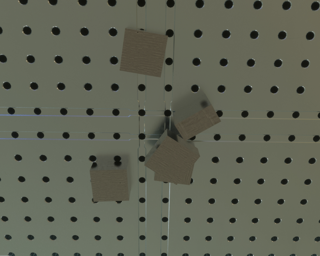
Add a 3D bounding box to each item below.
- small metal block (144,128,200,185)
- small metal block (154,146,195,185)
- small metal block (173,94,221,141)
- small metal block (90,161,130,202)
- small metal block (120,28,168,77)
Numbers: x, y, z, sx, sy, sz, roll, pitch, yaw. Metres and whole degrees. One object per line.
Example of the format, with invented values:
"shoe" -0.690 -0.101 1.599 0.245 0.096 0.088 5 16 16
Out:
"small metal block" 0.015 0.037 0.401 0.050 0.025 0.050 33 106 -12
"small metal block" 0.020 0.049 0.432 0.050 0.025 0.050 8 110 -4
"small metal block" 0.045 -0.014 0.395 0.050 0.050 0.025 -29 108 10
"small metal block" -0.070 0.076 0.440 0.050 0.025 0.050 -2 110 0
"small metal block" -0.020 -0.093 0.379 0.050 0.025 0.050 9 110 -4
